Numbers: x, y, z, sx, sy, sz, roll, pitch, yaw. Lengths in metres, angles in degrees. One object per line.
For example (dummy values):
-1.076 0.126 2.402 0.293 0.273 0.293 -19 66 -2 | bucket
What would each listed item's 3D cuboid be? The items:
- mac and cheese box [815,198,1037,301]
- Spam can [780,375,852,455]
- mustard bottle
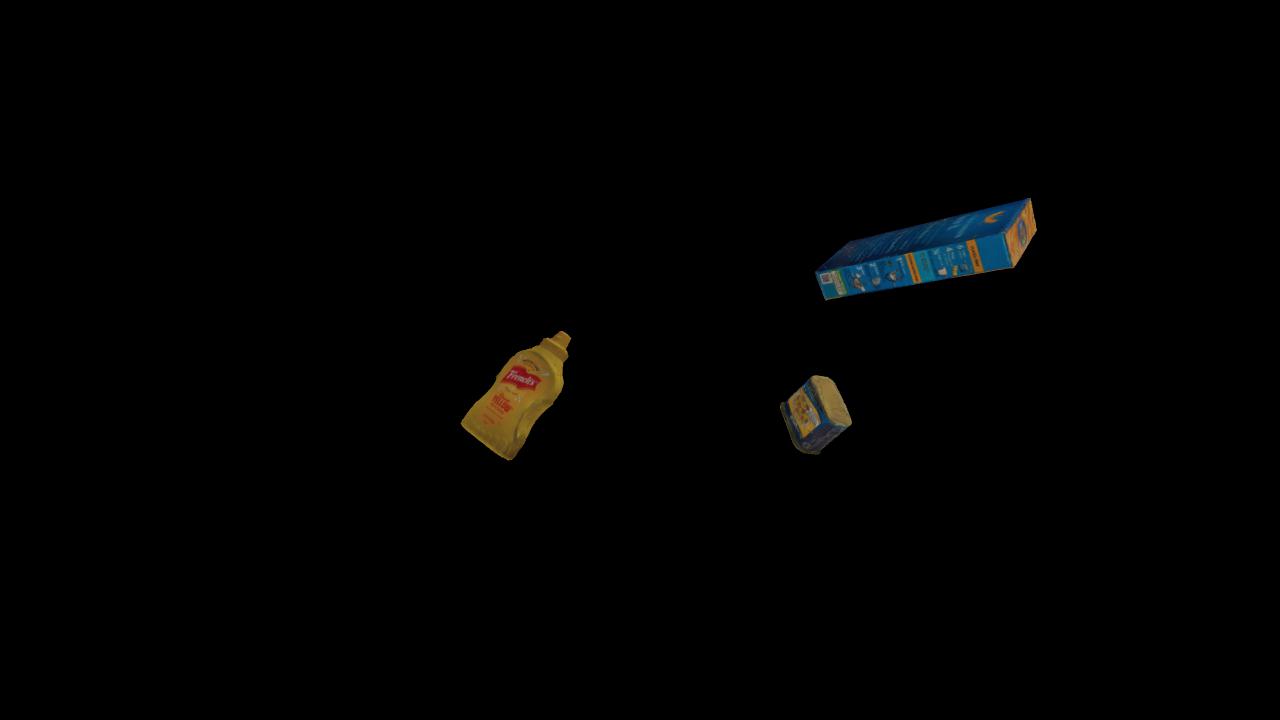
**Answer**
0.282 -0.108 0.619 0.184 0.041 0.093 -6 24 48 | mac and cheese box
0.283 0.087 0.994 0.058 0.101 0.085 9 -43 -26 | Spam can
-0.153 0.037 0.830 0.092 0.184 0.054 29 -12 33 | mustard bottle
